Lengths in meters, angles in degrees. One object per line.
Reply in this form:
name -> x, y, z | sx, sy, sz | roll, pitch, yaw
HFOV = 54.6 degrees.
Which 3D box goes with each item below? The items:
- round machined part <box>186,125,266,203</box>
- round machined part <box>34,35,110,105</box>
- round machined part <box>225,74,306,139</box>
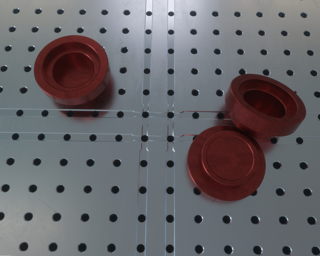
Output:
round machined part -> 0.084, 0.042, 0.388 | 0.099, 0.042, 0.098 | 0, 70, 0
round machined part -> -0.118, -0.076, 0.430 | 0.099, 0.042, 0.098 | 0, 70, 0
round machined part -> 0.130, -0.024, 0.398 | 0.099, 0.042, 0.098 | 9, 43, -9
